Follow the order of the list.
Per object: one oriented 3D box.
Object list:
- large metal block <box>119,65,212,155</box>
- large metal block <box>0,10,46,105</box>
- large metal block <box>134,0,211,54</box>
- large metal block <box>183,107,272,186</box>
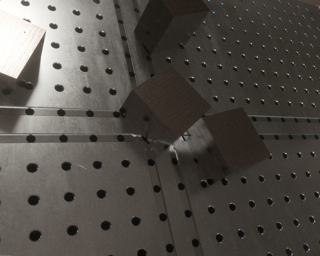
[{"bbox_3d":[0.008,-0.026,0.414,0.080,0.050,0.080,47,51,4],"label":"large metal block"},{"bbox_3d":[-0.185,-0.085,0.345,0.080,0.050,0.080,22,53,-15],"label":"large metal block"},{"bbox_3d":[0.018,-0.169,0.488,0.081,0.080,0.050,-26,76,-37],"label":"large metal block"},{"bbox_3d":[0.092,0.024,0.429,0.081,0.050,0.080,-14,69,-34],"label":"large metal block"}]
